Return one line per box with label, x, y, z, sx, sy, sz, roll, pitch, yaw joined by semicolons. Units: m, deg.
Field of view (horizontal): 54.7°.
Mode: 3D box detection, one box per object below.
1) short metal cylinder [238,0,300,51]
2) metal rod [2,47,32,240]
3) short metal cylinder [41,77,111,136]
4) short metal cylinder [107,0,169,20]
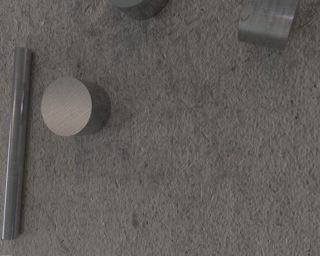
short metal cylinder;0.122;-0.129;0.337;0.050;0.080;0.080;18;96;19
metal rod;-0.225;0.025;0.488;0.025;0.025;0.298;5;92;20
short metal cylinder;-0.117;-0.029;0.437;0.080;0.050;0.079;0;90;20
short metal cylinder;-0.031;-0.190;0.406;0.080;0.050;0.079;0;90;20
